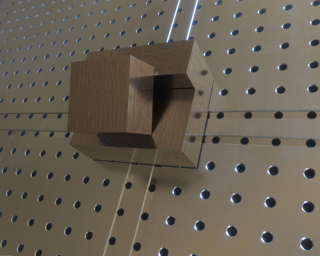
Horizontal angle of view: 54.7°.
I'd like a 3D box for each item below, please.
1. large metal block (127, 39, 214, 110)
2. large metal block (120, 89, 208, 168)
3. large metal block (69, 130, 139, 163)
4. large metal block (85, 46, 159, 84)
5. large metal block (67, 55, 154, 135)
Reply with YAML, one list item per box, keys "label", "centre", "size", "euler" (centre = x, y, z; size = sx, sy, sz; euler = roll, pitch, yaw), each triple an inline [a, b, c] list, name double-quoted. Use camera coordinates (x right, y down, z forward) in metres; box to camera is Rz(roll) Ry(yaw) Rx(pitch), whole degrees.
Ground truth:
- label: "large metal block"
  centre: [0.016, -0.064, 0.402]
  size: [0.080, 0.080, 0.050]
  euler: [1, 62, 28]
- label: "large metal block"
  centre: [0.007, 0.000, 0.384]
  size: [0.080, 0.050, 0.080]
  euler: [1, 62, 28]
- label: "large metal block"
  centre: [-0.064, -0.001, 0.422]
  size: [0.080, 0.050, 0.080]
  euler: [1, 62, 28]
- label: "large metal block"
  centre: [-0.055, -0.066, 0.439]
  size: [0.080, 0.080, 0.050]
  euler: [1, 62, 28]
- label: "large metal block"
  centre: [-0.056, -0.034, 0.355]
  size: [0.080, 0.050, 0.080]
  euler: [0, 86, 28]
